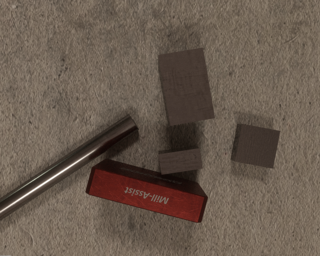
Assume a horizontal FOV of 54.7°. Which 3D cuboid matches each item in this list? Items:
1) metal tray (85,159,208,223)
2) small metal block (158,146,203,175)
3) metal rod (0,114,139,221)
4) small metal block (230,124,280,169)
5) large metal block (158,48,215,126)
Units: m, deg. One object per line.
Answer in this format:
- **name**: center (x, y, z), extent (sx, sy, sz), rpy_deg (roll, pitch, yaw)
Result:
- **metal tray**: center (-0.014, 0.072, 0.377), extent (0.131, 0.090, 0.030), rpy_deg (15, 90, -1)
- **small metal block**: center (0.025, 0.040, 0.398), extent (0.050, 0.050, 0.025), rpy_deg (-9, 90, 0)
- **metal rod**: center (-0.160, 0.074, 0.407), extent (0.301, 0.025, 0.025), rpy_deg (-33, 90, -1)
- **small metal block**: center (0.126, 0.023, 0.412), extent (0.050, 0.025, 0.050), rpy_deg (11, 90, -1)
- **large metal block**: center (0.029, -0.046, 0.383), extent (0.050, 0.080, 0.080), rpy_deg (-10, 90, 0)
